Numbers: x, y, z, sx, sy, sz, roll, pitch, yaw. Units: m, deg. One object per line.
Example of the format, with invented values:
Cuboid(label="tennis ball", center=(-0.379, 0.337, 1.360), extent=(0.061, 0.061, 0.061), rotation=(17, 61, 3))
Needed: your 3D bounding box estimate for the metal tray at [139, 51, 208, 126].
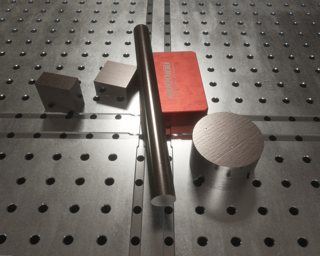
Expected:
Cuboid(label="metal tray", center=(0.015, -0.061, 0.456), extent=(0.091, 0.030, 0.130), rotation=(-3, 50, -3))

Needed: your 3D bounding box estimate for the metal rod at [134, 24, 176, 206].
Cuboid(label="metal rod", center=(-0.013, -0.042, 0.403), extent=(0.025, 0.025, 0.300), rotation=(-5, 50, -4))

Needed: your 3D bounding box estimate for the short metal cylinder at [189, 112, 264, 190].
Cuboid(label="short metal cylinder", center=(0.077, 0.027, 0.370), extent=(0.081, 0.050, 0.080), rotation=(0, 50, 0))

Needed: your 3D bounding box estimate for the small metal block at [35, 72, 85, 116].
Cuboid(label="small metal block", center=(-0.137, -0.047, 0.429), extent=(0.050, 0.050, 0.025), rotation=(11, 51, 9))

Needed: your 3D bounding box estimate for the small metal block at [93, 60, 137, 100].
Cuboid(label="small metal block", center=(-0.065, -0.073, 0.468), extent=(0.050, 0.025, 0.050), rotation=(13, 51, 11))
